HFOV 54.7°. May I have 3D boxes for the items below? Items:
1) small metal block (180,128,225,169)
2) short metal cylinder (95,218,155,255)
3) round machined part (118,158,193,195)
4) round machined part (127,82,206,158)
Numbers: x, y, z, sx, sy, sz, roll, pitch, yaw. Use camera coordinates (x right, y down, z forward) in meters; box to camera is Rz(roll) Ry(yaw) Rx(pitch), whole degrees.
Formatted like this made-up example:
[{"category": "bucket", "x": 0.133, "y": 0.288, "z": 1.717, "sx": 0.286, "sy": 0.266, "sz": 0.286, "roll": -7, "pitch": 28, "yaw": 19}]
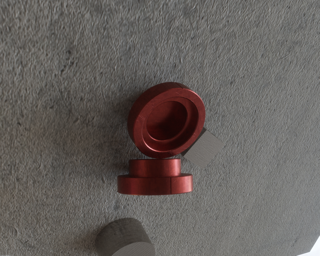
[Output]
[{"category": "small metal block", "x": 0.060, "y": 0.027, "z": 0.458, "sx": 0.050, "sy": 0.025, "sz": 0.050, "roll": -50, "pitch": 129, "yaw": 7}, {"category": "short metal cylinder", "x": -0.054, "y": 0.187, "z": 0.478, "sx": 0.081, "sy": 0.050, "sz": 0.079, "roll": -14, "pitch": 125, "yaw": -21}, {"category": "round machined part", "x": -0.006, "y": 0.061, "z": 0.407, "sx": 0.099, "sy": 0.098, "sz": 0.042, "roll": 2, "pitch": 84, "yaw": -30}, {"category": "round machined part", "x": 0.005, "y": -0.013, "z": 0.392, "sx": 0.099, "sy": 0.042, "sz": 0.097, "roll": -14, "pitch": 124, "yaw": -21}]
